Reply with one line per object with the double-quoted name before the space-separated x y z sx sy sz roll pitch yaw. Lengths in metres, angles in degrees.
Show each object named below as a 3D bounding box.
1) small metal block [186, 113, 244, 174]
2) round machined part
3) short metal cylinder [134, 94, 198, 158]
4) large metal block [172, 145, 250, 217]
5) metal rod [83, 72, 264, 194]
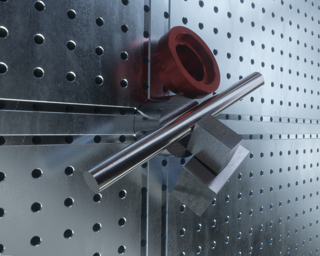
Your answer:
"small metal block" 0.064 0.019 0.369 0.025 0.050 0.050 -37 155 -34
"round machined part" 0.033 -0.082 0.412 0.099 0.042 0.098 25 52 -35
"short metal cylinder" 0.014 -0.003 0.406 0.081 0.050 0.079 0 90 -40
"large metal block" 0.067 0.062 0.421 0.080 0.050 0.080 -43 161 -32
"metal rod" 0.041 -0.011 0.380 0.302 0.025 0.025 -31 109 -36
